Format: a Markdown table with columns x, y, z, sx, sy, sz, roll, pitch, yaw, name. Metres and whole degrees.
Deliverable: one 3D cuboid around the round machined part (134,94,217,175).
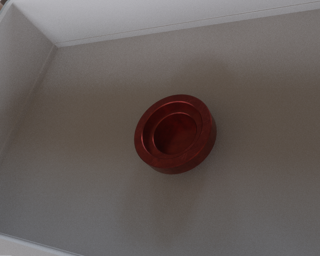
| x | y | z | sx | sy | sz | roll | pitch | yaw | name |
| --- | --- | --- | --- | --- | --- | --- | --- | --- | --- |
| 0.021 | 0.011 | 0.378 | 0.098 | 0.042 | 0.098 | -13 | 56 | 21 | round machined part |
